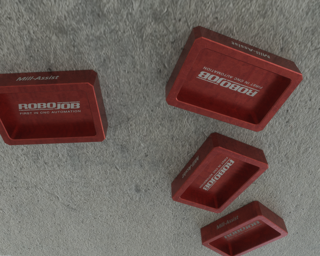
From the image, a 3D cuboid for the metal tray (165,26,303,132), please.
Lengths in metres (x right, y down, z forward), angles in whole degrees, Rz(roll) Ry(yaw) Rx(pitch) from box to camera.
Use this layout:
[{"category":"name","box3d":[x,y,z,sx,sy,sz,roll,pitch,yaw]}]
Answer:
[{"category":"metal tray","box3d":[0.082,-0.052,0.360,0.131,0.030,0.089,16,128,-14]}]

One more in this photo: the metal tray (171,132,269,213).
[{"category":"metal tray","box3d":[0.085,0.072,0.466,0.091,0.030,0.129,20,127,-17]}]

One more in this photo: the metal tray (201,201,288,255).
[{"category":"metal tray","box3d":[0.151,0.190,0.567,0.090,0.030,0.130,37,121,-27]}]

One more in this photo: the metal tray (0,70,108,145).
[{"category":"metal tray","box3d":[-0.137,-0.023,0.382,0.131,0.030,0.089,-2,130,2]}]
